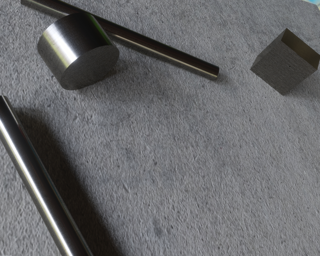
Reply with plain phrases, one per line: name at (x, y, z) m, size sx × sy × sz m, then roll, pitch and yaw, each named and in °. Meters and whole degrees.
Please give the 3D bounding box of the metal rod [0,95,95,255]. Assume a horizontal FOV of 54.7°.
metal rod at (-0.092, 0.095, 0.296) m, size 0.025 × 0.025 × 0.299 m, roll -24°, pitch 75°, yaw -37°

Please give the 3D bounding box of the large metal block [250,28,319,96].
large metal block at (0.229, -0.120, 0.568) m, size 0.080 × 0.080 × 0.050 m, roll 38°, pitch 51°, yaw -3°

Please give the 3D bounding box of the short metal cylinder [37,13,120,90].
short metal cylinder at (-0.097, -0.090, 0.372) m, size 0.081 × 0.080 × 0.050 m, roll -29°, pitch 78°, yaw -38°

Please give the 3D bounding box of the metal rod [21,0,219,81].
metal rod at (-0.046, -0.134, 0.461) m, size 0.302 × 0.025 × 0.025 m, roll 18°, pitch 55°, yaw -18°
